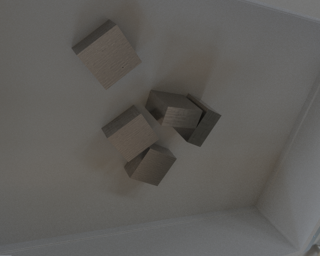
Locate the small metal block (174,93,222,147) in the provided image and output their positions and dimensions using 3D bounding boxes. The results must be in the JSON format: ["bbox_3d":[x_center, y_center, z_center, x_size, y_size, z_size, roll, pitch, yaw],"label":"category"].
[{"bbox_3d":[0.046,-0.011,0.413,0.025,0.050,0.050,22,107,-37],"label":"small metal block"}]

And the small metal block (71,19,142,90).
[{"bbox_3d":[-0.056,-0.078,0.331,0.050,0.025,0.050,-39,130,-2],"label":"small metal block"}]

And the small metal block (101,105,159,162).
[{"bbox_3d":[-0.037,0.007,0.394,0.050,0.025,0.050,-37,130,-4],"label":"small metal block"}]

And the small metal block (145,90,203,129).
[{"bbox_3d":[0.016,-0.024,0.388,0.050,0.050,0.025,5,116,-31],"label":"small metal block"}]

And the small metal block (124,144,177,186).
[{"bbox_3d":[-0.013,0.049,0.433,0.050,0.025,0.050,25,105,-37],"label":"small metal block"}]
